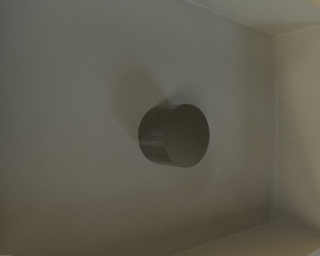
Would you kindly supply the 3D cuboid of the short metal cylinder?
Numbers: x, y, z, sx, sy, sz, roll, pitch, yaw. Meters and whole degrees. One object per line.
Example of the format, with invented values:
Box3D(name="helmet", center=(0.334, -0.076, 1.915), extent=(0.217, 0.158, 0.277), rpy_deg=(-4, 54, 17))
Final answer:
Box3D(name="short metal cylinder", center=(0.019, 0.010, 0.405), extent=(0.081, 0.050, 0.080), rpy_deg=(0, 90, -40))
